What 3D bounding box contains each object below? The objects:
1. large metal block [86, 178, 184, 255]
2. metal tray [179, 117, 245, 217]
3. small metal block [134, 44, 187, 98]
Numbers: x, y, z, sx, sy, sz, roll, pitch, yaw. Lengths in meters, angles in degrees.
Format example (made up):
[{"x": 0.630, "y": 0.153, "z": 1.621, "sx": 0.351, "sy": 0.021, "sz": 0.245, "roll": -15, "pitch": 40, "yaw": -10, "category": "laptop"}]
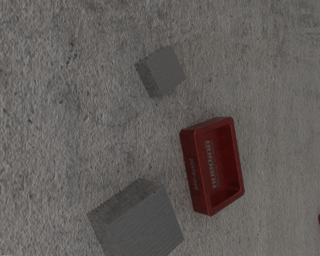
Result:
[{"x": -0.027, "y": 0.118, "z": 0.366, "sx": 0.081, "sy": 0.050, "sz": 0.080, "roll": -31, "pitch": 109, "yaw": -36, "category": "large metal block"}, {"x": 0.082, "y": 0.055, "z": 0.470, "sx": 0.091, "sy": 0.030, "sz": 0.129, "roll": -19, "pitch": 102, "yaw": -38, "category": "metal tray"}, {"x": 0.001, "y": -0.074, "z": 0.406, "sx": 0.050, "sy": 0.025, "sz": 0.050, "roll": -41, "pitch": 115, "yaw": -32, "category": "small metal block"}]
